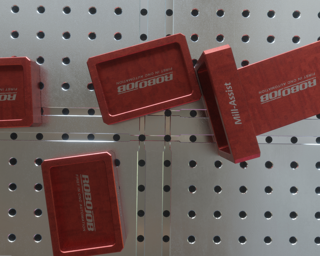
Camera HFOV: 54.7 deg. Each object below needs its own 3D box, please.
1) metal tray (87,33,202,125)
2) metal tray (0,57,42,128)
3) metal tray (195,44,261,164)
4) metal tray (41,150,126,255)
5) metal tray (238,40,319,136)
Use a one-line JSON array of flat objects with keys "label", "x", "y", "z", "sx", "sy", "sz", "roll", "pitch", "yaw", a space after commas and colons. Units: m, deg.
[{"label": "metal tray", "x": -0.020, "y": -0.063, "z": 0.410, "sx": 0.131, "sy": 0.030, "sz": 0.090, "roll": -16, "pitch": 90, "yaw": -1}, {"label": "metal tray", "x": -0.229, "y": -0.044, "z": 0.407, "sx": 0.131, "sy": 0.030, "sz": 0.089, "roll": -3, "pitch": 90, "yaw": -1}, {"label": "metal tray", "x": 0.079, "y": -0.027, "z": 0.381, "sx": 0.030, "sy": 0.090, "sz": 0.129, "roll": -16, "pitch": 90, "yaw": 0}, {"label": "metal tray", "x": -0.099, "y": 0.100, "z": 0.409, "sx": 0.091, "sy": 0.030, "sz": 0.129, "roll": -8, "pitch": 90, "yaw": -1}, {"label": "metal tray", "x": 0.165, "y": -0.051, "z": 0.413, "sx": 0.131, "sy": 0.030, "sz": 0.090, "roll": -19, "pitch": 90, "yaw": -1}]
